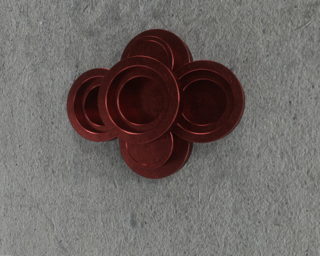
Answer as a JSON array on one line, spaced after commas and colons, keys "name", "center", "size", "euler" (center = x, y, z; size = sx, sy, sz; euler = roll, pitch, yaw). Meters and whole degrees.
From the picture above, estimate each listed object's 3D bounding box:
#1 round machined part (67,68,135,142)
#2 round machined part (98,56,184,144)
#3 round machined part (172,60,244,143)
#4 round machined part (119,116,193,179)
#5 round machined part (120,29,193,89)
[{"name": "round machined part", "center": [-0.074, -0.030, 0.426], "size": [0.098, 0.042, 0.097], "euler": [0, 90, 19]}, {"name": "round machined part", "center": [-0.019, -0.031, 0.362], "size": [0.098, 0.042, 0.097], "euler": [0, 90, 19]}, {"name": "round machined part", "center": [0.054, -0.031, 0.381], "size": [0.098, 0.042, 0.097], "euler": [0, 90, 19]}, {"name": "round machined part", "center": [-0.010, 0.018, 0.403], "size": [0.098, 0.042, 0.097], "euler": [0, 90, 19]}, {"name": "round machined part", "center": [-0.009, -0.081, 0.403], "size": [0.098, 0.042, 0.097], "euler": [0, 90, 19]}]
